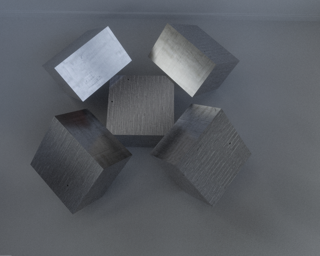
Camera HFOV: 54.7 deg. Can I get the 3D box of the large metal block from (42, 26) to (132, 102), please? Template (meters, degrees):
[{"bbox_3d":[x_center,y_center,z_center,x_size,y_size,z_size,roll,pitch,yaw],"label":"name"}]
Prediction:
[{"bbox_3d":[-0.096,-0.084,0.400,0.080,0.080,0.050,-44,119,-15],"label":"large metal block"}]

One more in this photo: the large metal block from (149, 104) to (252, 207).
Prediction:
[{"bbox_3d":[0.049,0.030,0.361,0.080,0.050,0.080,-50,122,-16],"label":"large metal block"}]

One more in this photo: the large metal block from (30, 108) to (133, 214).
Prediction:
[{"bbox_3d":[-0.092,0.037,0.359,0.080,0.050,0.080,44,120,14],"label":"large metal block"}]

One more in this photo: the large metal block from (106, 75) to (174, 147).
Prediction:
[{"bbox_3d":[-0.023,-0.021,0.401,0.080,0.050,0.080,1,70,0],"label":"large metal block"}]

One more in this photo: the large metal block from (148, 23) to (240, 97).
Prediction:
[{"bbox_3d":[0.046,-0.091,0.406,0.080,0.050,0.081,45,33,15],"label":"large metal block"}]
